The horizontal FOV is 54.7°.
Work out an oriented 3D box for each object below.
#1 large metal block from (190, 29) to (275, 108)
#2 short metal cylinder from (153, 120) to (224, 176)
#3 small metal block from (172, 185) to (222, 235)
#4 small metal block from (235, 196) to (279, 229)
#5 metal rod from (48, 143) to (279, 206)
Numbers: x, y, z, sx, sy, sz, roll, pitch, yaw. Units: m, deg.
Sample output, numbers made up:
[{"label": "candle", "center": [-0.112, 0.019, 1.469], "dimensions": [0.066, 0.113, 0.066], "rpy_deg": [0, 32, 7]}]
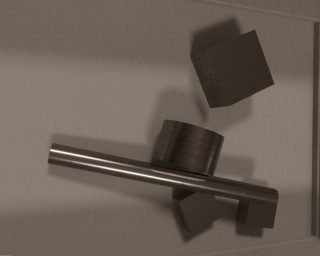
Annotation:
[{"label": "large metal block", "center": [0.101, -0.081, 0.436], "dimensions": [0.081, 0.050, 0.080], "rpy_deg": [-26, 99, -19]}, {"label": "short metal cylinder", "center": [0.036, 0.026, 0.396], "dimensions": [0.081, 0.080, 0.050], "rpy_deg": [19, 84, -20]}, {"label": "small metal block", "center": [0.052, 0.110, 0.431], "dimensions": [0.050, 0.025, 0.050], "rpy_deg": [-24, 98, -19]}, {"label": "small metal block", "center": [0.146, 0.121, 0.467], "dimensions": [0.050, 0.025, 0.050], "rpy_deg": [12, 86, -20]}, {"label": "metal rod", "center": [0.015, 0.063, 0.398], "dimensions": [0.302, 0.025, 0.025], "rpy_deg": [13, 86, -13]}]
